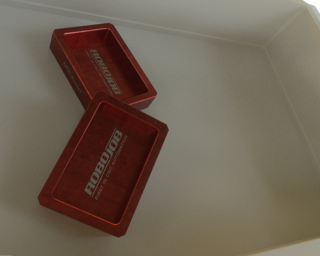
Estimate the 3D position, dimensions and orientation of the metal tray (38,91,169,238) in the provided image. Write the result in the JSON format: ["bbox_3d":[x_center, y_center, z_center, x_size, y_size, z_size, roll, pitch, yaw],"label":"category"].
[{"bbox_3d":[-0.056,0.037,0.329,0.090,0.030,0.130,28,67,-11],"label":"metal tray"}]

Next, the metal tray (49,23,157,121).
[{"bbox_3d":[-0.074,-0.076,0.409,0.091,0.030,0.130,-22,74,-36],"label":"metal tray"}]
